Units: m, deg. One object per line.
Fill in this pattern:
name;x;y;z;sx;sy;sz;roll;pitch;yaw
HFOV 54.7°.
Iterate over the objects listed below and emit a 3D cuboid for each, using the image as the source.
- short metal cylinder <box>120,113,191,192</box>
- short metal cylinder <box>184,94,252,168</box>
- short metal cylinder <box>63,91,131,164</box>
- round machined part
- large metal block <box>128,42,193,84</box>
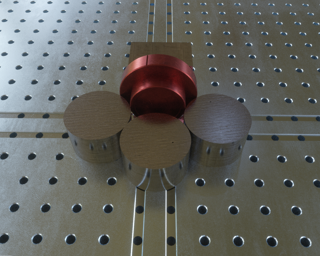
short metal cylinder;-0.005;0.028;0.368;0.081;0.050;0.080;0;50;0
short metal cylinder;0.069;0.003;0.390;0.081;0.050;0.080;0;50;0
short metal cylinder;-0.075;-0.002;0.392;0.081;0.050;0.080;0;50;0
round machined part;-0.002;-0.041;0.392;0.099;0.097;0.042;1;50;1
large metal block;0.001;-0.071;0.431;0.081;0.080;0.050;1;50;0
